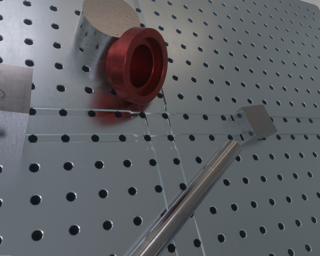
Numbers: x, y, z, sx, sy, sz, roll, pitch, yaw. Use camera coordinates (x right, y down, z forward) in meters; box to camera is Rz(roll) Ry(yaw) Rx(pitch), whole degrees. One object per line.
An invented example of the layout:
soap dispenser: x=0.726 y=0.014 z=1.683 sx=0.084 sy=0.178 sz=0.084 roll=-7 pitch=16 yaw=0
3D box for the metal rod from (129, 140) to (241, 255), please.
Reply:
metal rod: x=0.017 y=0.104 z=0.353 sx=0.025 sy=0.025 sz=0.302 roll=46 pitch=51 yaw=4

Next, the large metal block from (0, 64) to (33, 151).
large metal block: x=-0.169 y=-0.019 z=0.294 sx=0.081 sy=0.080 sz=0.050 roll=6 pitch=59 yaw=-25

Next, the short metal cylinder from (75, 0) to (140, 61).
short metal cylinder: x=-0.075 y=-0.141 z=0.438 sx=0.081 sy=0.050 sz=0.080 roll=13 pitch=56 yaw=-21

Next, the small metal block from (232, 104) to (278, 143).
small metal block: x=0.151 y=-0.008 z=0.495 sx=0.050 sy=0.025 sz=0.050 roll=-8 pitch=66 yaw=-32

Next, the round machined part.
round machined part: x=-0.033 y=-0.082 z=0.407 sx=0.042 sy=0.097 sz=0.098 roll=15 pitch=44 yaw=29
